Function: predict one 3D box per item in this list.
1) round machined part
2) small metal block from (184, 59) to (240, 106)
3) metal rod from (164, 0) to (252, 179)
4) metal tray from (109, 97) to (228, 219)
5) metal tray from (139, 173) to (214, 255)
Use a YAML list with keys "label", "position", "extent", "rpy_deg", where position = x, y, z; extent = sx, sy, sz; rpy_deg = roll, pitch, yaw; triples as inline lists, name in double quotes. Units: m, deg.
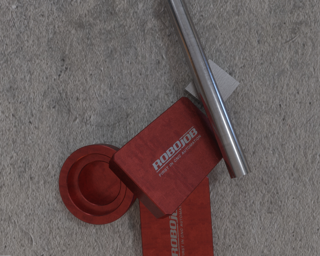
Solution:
- label: "round machined part"
  position: [-0.073, 0.068, 0.395]
  extent: [0.098, 0.042, 0.097]
  rpy_deg: [0, 91, 11]
- label: "small metal block"
  position: [0.068, -0.054, 0.411]
  extent: [0.050, 0.025, 0.050]
  rpy_deg: [39, 90, -1]
- label: "metal rod"
  position: [0.047, -0.084, 0.387]
  extent: [0.025, 0.025, 0.299]
  rpy_deg: [-19, 81, 0]
- label: "metal tray"
  position: [0.016, 0.032, 0.374]
  extent: [0.090, 0.030, 0.131]
  rpy_deg: [46, 60, 4]
- label: "metal tray"
  position: [0.021, 0.126, 0.408]
  extent: [0.091, 0.030, 0.129]
  rpy_deg: [-4, 90, -1]
